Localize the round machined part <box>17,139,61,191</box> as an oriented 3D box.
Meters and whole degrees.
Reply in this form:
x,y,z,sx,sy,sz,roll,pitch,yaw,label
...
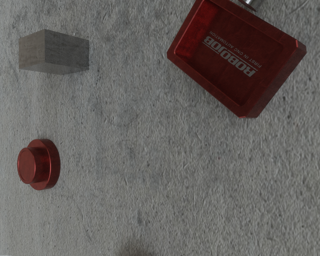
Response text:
x,y,z,sx,sy,sz,roll,pitch,yaw,label
-0.235,0.070,0.588,0.098,0.042,0.097,0,90,40,round machined part

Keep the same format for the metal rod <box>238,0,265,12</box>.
x,y,z,sx,sy,sz,roll,pitch,yaw,label
0.164,-0.235,0.251,0.025,0.025,0.299,46,112,30,metal rod

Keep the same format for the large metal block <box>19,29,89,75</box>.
x,y,z,sx,sy,sz,roll,pitch,yaw,label
-0.175,-0.122,0.514,0.080,0.081,0.050,0,90,40,large metal block

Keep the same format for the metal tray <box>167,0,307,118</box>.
x,y,z,sx,sy,sz,roll,pitch,yaw,label
0.076,-0.082,0.339,0.130,0.030,0.089,46,117,30,metal tray
